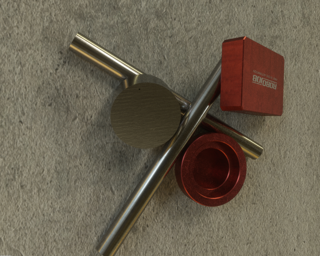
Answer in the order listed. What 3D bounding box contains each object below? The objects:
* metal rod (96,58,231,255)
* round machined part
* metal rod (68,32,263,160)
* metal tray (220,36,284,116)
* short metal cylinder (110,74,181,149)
[{"bbox_3d":[0.014,0.030,0.397,0.025,0.025,0.300,35,85,-17],"label":"metal rod"},{"bbox_3d":[0.066,0.055,0.426,0.099,0.042,0.097,0,90,-20],"label":"round machined part"},{"bbox_3d":[0.021,-0.034,0.419,0.301,0.025,0.025,30,80,-18],"label":"metal rod"},{"bbox_3d":[0.131,-0.064,0.426,0.131,0.030,0.089,2,89,-48],"label":"metal tray"},{"bbox_3d":[-0.019,-0.021,0.376,0.081,0.050,0.079,-3,111,-7],"label":"short metal cylinder"}]
